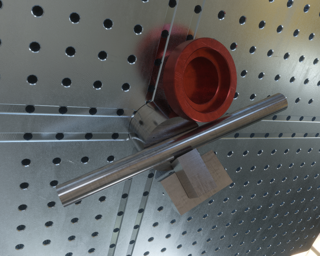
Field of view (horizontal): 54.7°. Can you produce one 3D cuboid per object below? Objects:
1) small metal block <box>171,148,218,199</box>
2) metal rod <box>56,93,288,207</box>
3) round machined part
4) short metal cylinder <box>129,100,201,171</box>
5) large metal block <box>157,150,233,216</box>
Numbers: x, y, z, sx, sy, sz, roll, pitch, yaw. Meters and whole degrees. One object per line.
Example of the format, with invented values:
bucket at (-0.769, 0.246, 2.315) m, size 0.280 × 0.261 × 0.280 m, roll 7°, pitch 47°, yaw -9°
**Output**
small metal block at (0.040, 0.056, 0.374) m, size 0.025 × 0.050 × 0.050 m, roll -26°, pitch 170°, yaw -12°
metal rod at (0.027, 0.019, 0.374) m, size 0.302 × 0.025 × 0.025 m, roll -22°, pitch 127°, yaw -16°
round machined part at (0.044, -0.057, 0.375) m, size 0.099 × 0.042 × 0.097 m, roll -5°, pitch 99°, yaw -34°
short metal cylinder at (0.006, 0.009, 0.405) m, size 0.081 × 0.050 × 0.079 m, roll -14°, pitch 125°, yaw -21°
large metal block at (0.045, 0.077, 0.439) m, size 0.080 × 0.050 × 0.080 m, roll -31°, pitch 173°, yaw -9°
